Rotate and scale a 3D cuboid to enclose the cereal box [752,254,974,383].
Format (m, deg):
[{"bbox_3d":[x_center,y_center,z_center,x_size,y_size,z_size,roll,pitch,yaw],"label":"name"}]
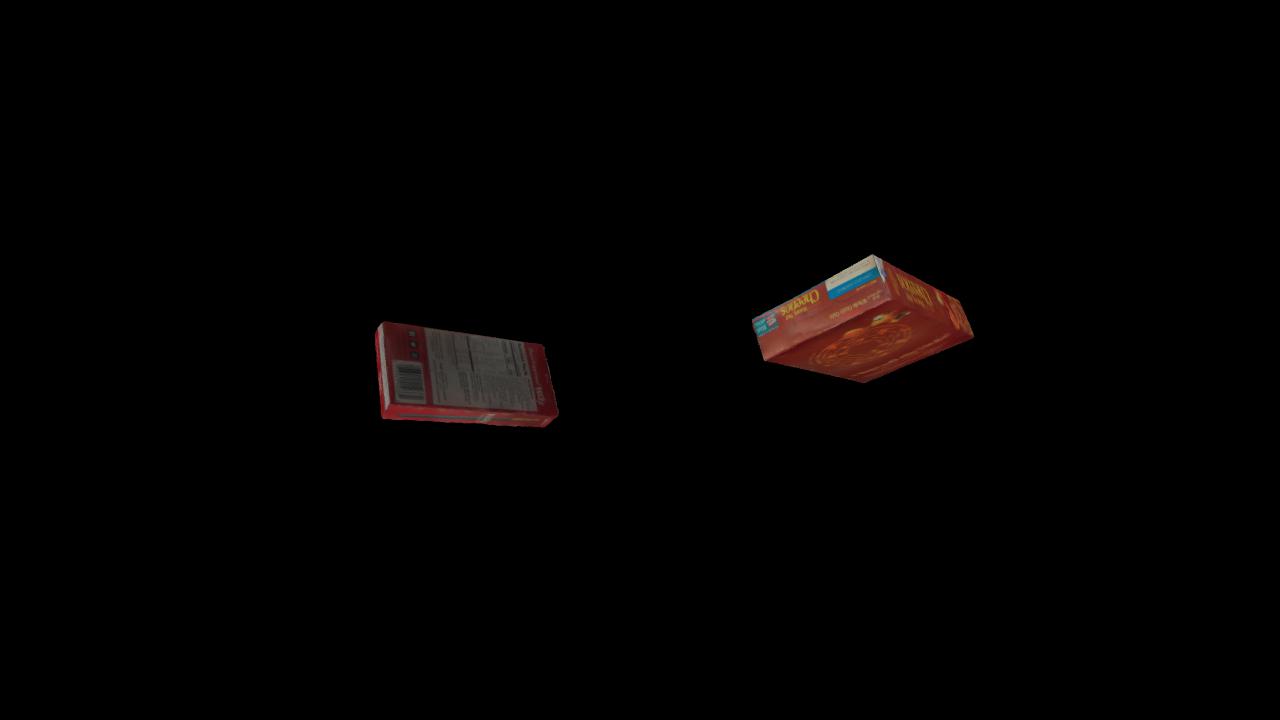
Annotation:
[{"bbox_3d":[0.344,-0.049,0.936,0.306,0.081,0.203,11,-31,-42],"label":"cereal box"}]

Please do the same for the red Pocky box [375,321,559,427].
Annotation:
[{"bbox_3d":[-0.150,0.016,0.543,0.155,0.083,0.028,9,-39,-39],"label":"red Pocky box"}]
